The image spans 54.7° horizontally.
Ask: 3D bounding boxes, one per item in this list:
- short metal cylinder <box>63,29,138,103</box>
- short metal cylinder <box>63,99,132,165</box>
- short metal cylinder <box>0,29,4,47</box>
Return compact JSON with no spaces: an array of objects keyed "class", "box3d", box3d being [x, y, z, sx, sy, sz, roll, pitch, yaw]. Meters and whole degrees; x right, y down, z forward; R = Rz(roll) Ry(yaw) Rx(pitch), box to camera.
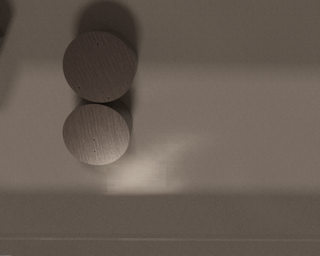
[{"class":"short metal cylinder","box3d":[-0.068,-0.075,0.369,0.081,0.050,0.079,0,110,-1]},{"class":"short metal cylinder","box3d":[-0.077,0.001,0.397,0.081,0.050,0.079,0,110,-1]},{"class":"short metal cylinder","box3d":[-0.224,-0.097,0.343,0.080,0.080,0.050,27,108,-10]}]
